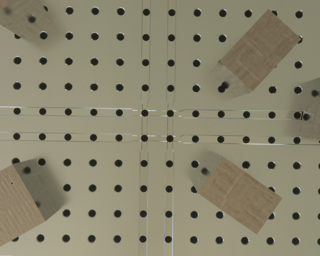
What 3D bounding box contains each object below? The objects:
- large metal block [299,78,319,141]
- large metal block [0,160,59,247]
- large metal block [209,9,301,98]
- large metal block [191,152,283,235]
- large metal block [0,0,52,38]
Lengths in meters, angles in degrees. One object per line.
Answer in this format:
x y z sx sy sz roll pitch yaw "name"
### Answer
0.238 -0.019 0.402 0.080 0.050 0.080 10 90 0 "large metal block"
-0.193 0.098 0.400 0.080 0.050 0.080 -30 90 0 "large metal block"
0.113 -0.087 0.386 0.050 0.080 0.080 43 90 0 "large metal block"
0.090 0.076 0.386 0.080 0.080 0.050 35 90 0 "large metal block"
-0.192 -0.170 0.385 0.050 0.080 0.080 -35 90 0 "large metal block"
